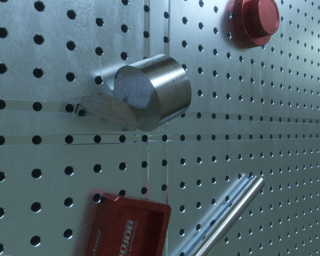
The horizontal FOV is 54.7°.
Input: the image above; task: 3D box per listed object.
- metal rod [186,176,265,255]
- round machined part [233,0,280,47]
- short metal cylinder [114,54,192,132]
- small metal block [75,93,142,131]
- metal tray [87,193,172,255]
[{"bbox_3d":[0.079,0.172,0.478,0.302,0.025,0.025,-37,113,-34],"label":"metal rod"},{"bbox_3d":[0.175,-0.195,0.548,0.099,0.042,0.097,0,90,-40],"label":"round machined part"},{"bbox_3d":[-0.010,-0.042,0.367,0.050,0.080,0.080,-29,109,-36],"label":"short metal cylinder"},{"bbox_3d":[-0.058,-0.016,0.346,0.050,0.050,0.025,24,75,-38],"label":"small metal block"},{"bbox_3d":[-0.040,0.151,0.374,0.091,0.030,0.129,21,77,-38],"label":"metal tray"}]
